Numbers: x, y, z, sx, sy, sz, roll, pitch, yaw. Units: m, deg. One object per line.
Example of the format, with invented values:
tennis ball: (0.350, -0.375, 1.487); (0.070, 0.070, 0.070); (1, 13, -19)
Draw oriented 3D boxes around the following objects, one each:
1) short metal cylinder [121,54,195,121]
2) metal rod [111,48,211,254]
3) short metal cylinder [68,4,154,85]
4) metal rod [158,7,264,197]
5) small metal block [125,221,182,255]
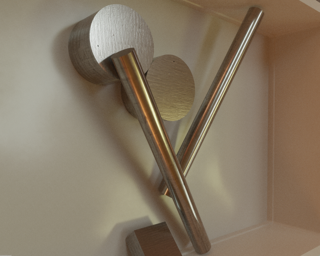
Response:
short metal cylinder: (-0.002, -0.048, 0.391); (0.081, 0.050, 0.079); (0, 91, -40)
metal rod: (0.012, 0.048, 0.375); (0.025, 0.025, 0.299); (-41, 124, -32)
short metal cylinder: (-0.054, -0.090, 0.347); (0.081, 0.050, 0.079); (0, 90, -40)
metal rod: (0.077, -0.041, 0.440); (0.025, 0.025, 0.299); (33, 79, -36)
small metal block: (-0.007, 0.150, 0.385); (0.050, 0.025, 0.050); (-2, 50, -40)
